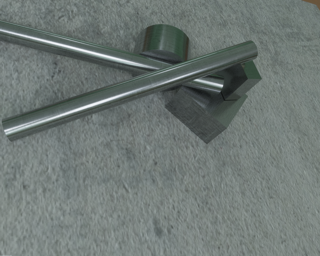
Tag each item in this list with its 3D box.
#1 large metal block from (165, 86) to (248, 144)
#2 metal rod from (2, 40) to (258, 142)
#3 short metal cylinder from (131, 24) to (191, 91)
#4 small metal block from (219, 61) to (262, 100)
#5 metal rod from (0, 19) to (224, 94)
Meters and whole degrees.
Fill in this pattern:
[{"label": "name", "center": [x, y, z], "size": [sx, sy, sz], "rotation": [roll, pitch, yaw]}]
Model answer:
[{"label": "large metal block", "center": [0.068, -0.038, 0.449], "size": [0.080, 0.050, 0.080], "rotation": [41, 52, 0]}, {"label": "metal rod", "center": [-0.021, -0.048, 0.357], "size": [0.302, 0.025, 0.025], "rotation": [-20, 72, -14]}, {"label": "short metal cylinder", "center": [0.002, -0.096, 0.433], "size": [0.081, 0.080, 0.050], "rotation": [19, 54, -18]}, {"label": "small metal block", "center": [0.104, -0.073, 0.424], "size": [0.025, 0.050, 0.050], "rotation": [-5, 64, -30]}, {"label": "metal rod", "center": [-0.066, -0.090, 0.389], "size": [0.302, 0.025, 0.025], "rotation": [12, 56, -8]}]
